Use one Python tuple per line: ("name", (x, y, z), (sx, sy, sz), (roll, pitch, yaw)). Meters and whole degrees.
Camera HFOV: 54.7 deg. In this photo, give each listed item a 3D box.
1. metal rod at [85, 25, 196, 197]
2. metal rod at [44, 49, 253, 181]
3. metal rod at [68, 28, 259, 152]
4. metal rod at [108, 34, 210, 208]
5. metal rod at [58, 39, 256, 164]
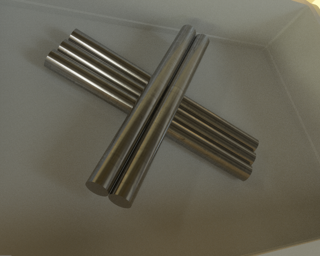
("metal rod", (-0.008, -0.046, 0.395), (0.025, 0.025, 0.301), (33, 51, -7))
("metal rod", (-0.008, -0.012, 0.406), (0.301, 0.025, 0.025), (30, 52, -9))
("metal rod", (0.011, -0.047, 0.438), (0.301, 0.025, 0.025), (30, 52, -9))
("metal rod", (0.013, -0.033, 0.399), (0.025, 0.025, 0.301), (33, 51, -7))
("metal rod", (0.002, -0.029, 0.422), (0.301, 0.025, 0.025), (30, 52, -9))
